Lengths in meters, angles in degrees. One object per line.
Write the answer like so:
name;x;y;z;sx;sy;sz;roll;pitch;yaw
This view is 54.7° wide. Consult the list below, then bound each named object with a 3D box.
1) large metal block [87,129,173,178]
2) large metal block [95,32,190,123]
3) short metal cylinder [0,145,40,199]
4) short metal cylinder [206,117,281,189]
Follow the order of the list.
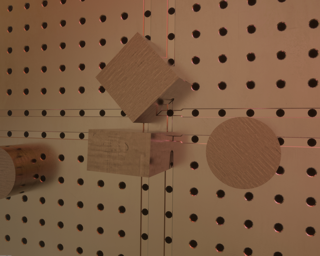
large metal block;-0.035;0.028;0.396;0.080;0.080;0.050;3;91;20
large metal block;-0.022;-0.063;0.407;0.080;0.050;0.080;-43;77;15
short metal cylinder;-0.238;0.067;0.483;0.080;0.050;0.080;0;90;20
short metal cylinder;0.099;0.027;0.364;0.080;0.050;0.080;0;90;20
